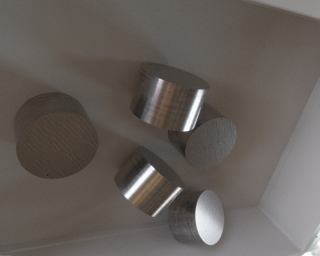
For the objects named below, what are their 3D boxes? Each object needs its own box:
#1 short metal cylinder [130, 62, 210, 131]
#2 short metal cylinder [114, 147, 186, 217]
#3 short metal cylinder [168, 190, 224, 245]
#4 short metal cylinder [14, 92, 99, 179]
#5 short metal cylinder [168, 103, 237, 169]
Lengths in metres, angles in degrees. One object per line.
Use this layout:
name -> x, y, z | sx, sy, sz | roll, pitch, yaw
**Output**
short metal cylinder -> 0.010, -0.037, 0.356 | 0.081, 0.080, 0.050 | 4, 116, -31
short metal cylinder -> -0.013, 0.070, 0.409 | 0.050, 0.080, 0.080 | -49, 129, 6
short metal cylinder -> 0.057, 0.138, 0.482 | 0.080, 0.050, 0.080 | 18, 66, -47
short metal cylinder -> -0.113, 0.008, 0.336 | 0.081, 0.050, 0.079 | -14, 124, -21
short metal cylinder -> 0.058, 0.010, 0.430 | 0.081, 0.050, 0.079 | -14, 124, -21
